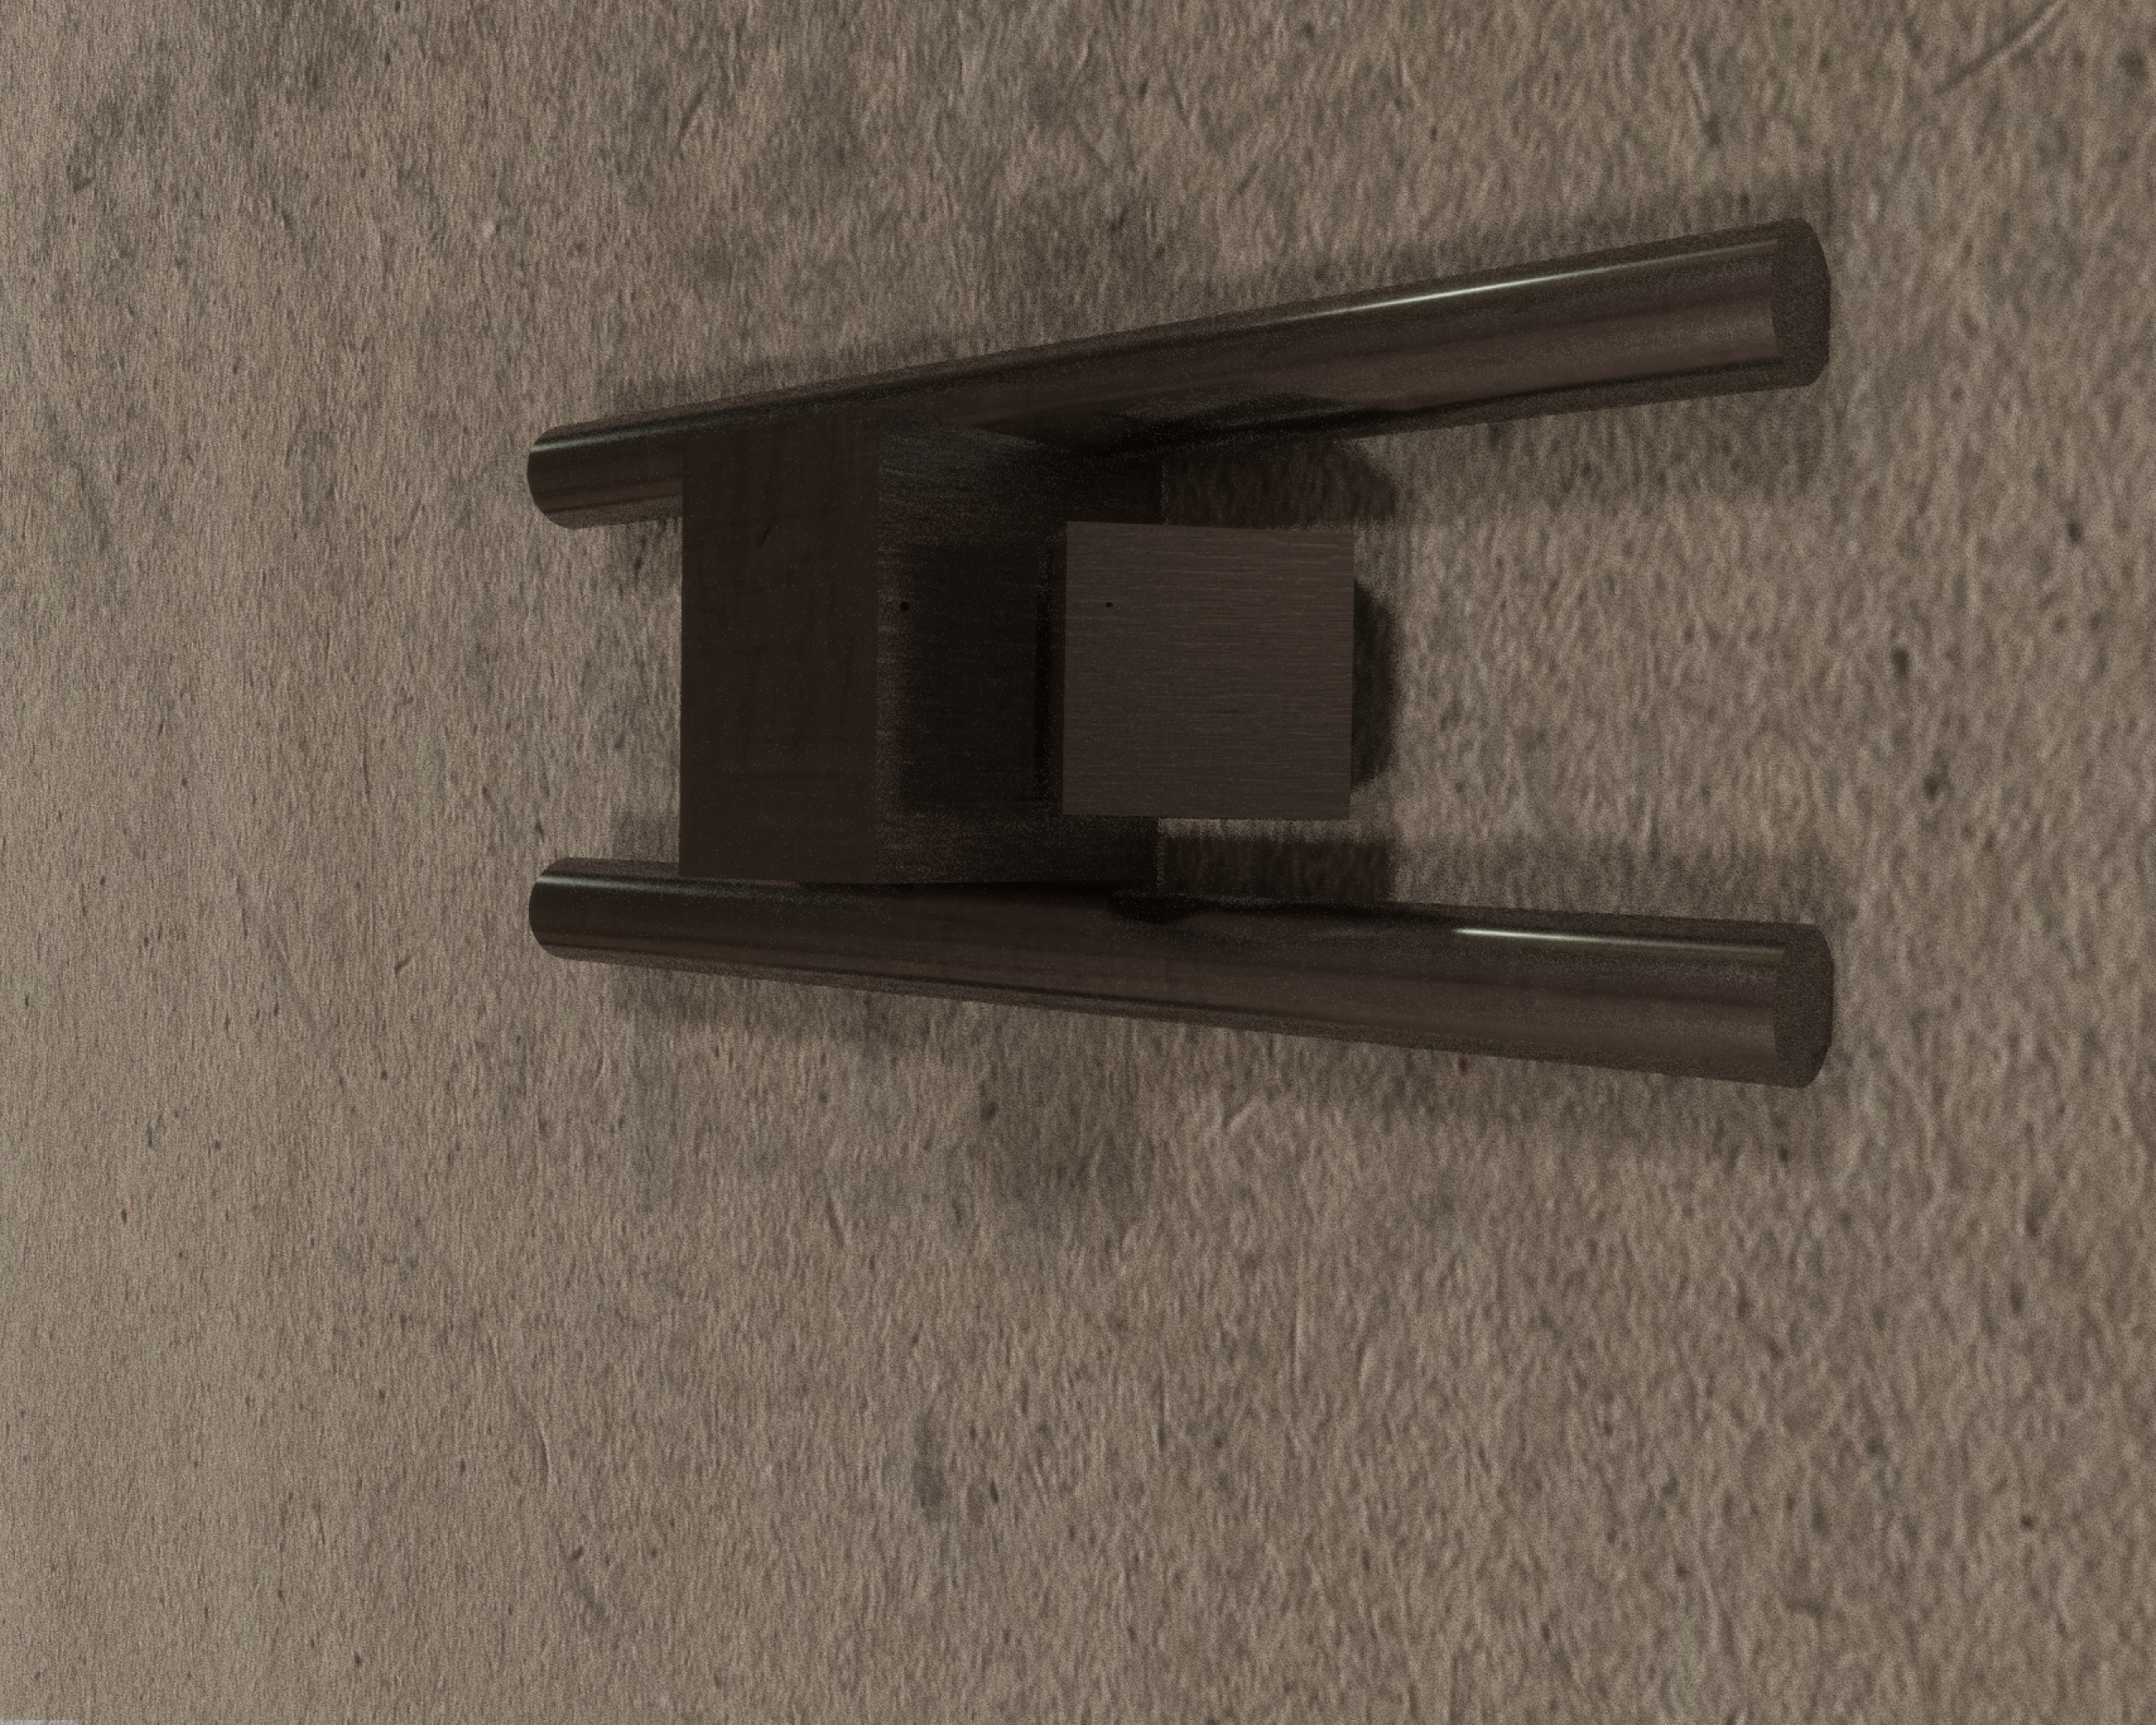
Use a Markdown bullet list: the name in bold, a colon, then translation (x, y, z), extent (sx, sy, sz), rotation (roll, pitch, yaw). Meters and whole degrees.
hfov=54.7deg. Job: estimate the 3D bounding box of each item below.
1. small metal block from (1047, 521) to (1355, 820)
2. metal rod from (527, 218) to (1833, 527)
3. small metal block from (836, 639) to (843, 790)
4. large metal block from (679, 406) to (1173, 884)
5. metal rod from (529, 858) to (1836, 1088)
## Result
- **small metal block**: translation (0.021, -0.033, 0.370), extent (0.025, 0.050, 0.050), rotation (-178, 89, -81)
- **metal rod**: translation (-0.007, -0.089, 0.410), extent (0.300, 0.025, 0.025), rotation (2, 91, 39)
- **small metal block**: translation (-0.059, -0.037, 0.435), extent (0.025, 0.050, 0.050), rotation (1, 91, 0)
- **large metal block**: translation (-0.027, -0.037, 0.394), extent (0.050, 0.081, 0.079), rotation (1, 91, 40)
- **metal rod**: translation (-0.006, 0.016, 0.410), extent (0.300, 0.025, 0.025), rotation (3, 92, 39)
